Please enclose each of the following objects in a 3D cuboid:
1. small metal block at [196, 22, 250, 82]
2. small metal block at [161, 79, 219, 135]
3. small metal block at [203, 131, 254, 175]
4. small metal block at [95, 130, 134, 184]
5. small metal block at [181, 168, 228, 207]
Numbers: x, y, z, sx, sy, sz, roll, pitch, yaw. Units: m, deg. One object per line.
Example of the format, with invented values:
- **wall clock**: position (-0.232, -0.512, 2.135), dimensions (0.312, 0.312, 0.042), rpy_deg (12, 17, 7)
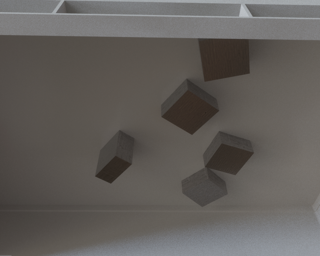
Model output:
- **small metal block**: position (0.070, -0.083, 0.340), dimensions (0.050, 0.025, 0.050), rpy_deg (-10, 130, 7)
- **small metal block**: position (0.037, -0.025, 0.388), dimensions (0.050, 0.025, 0.050), rpy_deg (30, 124, -24)
- **small metal block**: position (0.096, 0.037, 0.442), dimensions (0.050, 0.025, 0.050), rpy_deg (16, 128, -14)
- **small metal block**: position (-0.062, 0.040, 0.426), dimensions (0.025, 0.050, 0.050), rpy_deg (31, 123, -24)
- **small metal block**: position (0.070, 0.094, 0.490), dimensions (0.050, 0.025, 0.050), rpy_deg (-35, 122, 26)
